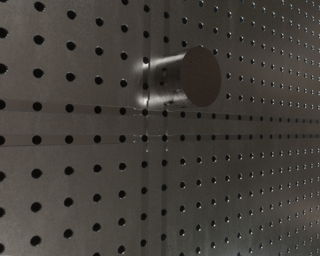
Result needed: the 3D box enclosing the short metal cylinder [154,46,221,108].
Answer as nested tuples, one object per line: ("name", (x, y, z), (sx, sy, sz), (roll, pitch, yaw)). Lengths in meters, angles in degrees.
("short metal cylinder", (0.039, -0.068, 0.428), (0.081, 0.050, 0.079), (0, 90, -40))
